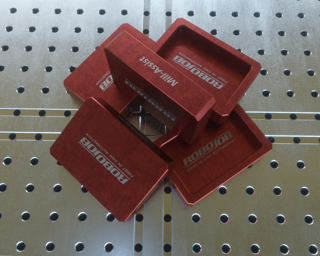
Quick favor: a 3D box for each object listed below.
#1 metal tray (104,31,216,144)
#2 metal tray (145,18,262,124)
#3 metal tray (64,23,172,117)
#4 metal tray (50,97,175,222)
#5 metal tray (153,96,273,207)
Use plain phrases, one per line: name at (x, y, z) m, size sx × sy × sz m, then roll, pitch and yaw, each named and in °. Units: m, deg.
metal tray at (-0.002, -0.043, 0.360) m, size 0.130 × 0.090 × 0.030 m, roll 39°, pitch 75°, yaw 12°
metal tray at (0.052, -0.077, 0.405) m, size 0.130 × 0.030 × 0.090 m, roll 34°, pitch 73°, yaw 11°
metal tray at (-0.056, -0.076, 0.435) m, size 0.090 × 0.030 × 0.130 m, roll 37°, pitch 74°, yaw 12°
metal tray at (-0.060, 0.036, 0.375) m, size 0.130 × 0.030 × 0.090 m, roll 41°, pitch 100°, yaw 13°
metal tray at (0.064, 0.028, 0.398) m, size 0.131 × 0.030 × 0.090 m, roll -32°, pitch 73°, yaw -11°
